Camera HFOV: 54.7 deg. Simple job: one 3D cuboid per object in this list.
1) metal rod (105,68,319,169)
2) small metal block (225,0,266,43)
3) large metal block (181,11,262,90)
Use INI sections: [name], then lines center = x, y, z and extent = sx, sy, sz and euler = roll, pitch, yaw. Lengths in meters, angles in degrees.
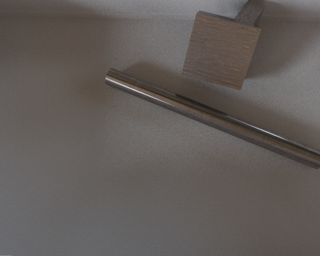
[metal rod]
center = 0.067, -0.016, 0.416
extent = 0.301, 0.025, 0.025
euler = 22, 72, 7
[small metal block]
center = 0.124, -0.151, 0.453
extent = 0.025, 0.050, 0.050
euler = 34, 73, 11
[large metal block]
center = 0.080, -0.105, 0.413
extent = 0.080, 0.079, 0.050
euler = 16, 26, 5
